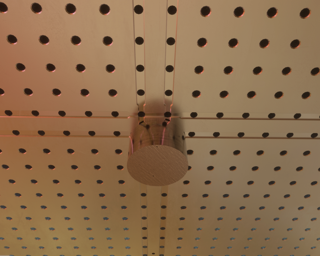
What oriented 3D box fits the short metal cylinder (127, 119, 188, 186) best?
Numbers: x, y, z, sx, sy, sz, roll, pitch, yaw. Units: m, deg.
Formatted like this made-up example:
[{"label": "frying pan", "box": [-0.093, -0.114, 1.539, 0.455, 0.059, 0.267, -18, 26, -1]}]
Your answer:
[{"label": "short metal cylinder", "box": [-0.003, 0.035, 0.425, 0.081, 0.050, 0.079, 0, 130, 0]}]
